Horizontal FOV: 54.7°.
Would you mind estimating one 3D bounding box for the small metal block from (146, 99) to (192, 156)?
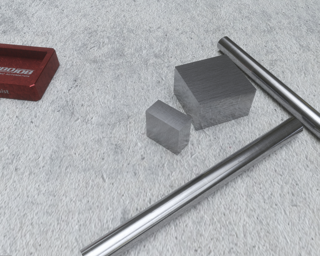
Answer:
[{"bbox_3d":[0.010,0.000,0.387,0.050,0.050,0.025,31,57,23],"label":"small metal block"}]

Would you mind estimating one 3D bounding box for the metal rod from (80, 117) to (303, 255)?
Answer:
[{"bbox_3d":[0.053,0.062,0.351,0.302,0.025,0.025,-28,56,-22],"label":"metal rod"}]

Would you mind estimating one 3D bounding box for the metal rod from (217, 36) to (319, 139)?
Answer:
[{"bbox_3d":[0.181,-0.044,0.442,0.025,0.025,0.300,-23,54,-19],"label":"metal rod"}]

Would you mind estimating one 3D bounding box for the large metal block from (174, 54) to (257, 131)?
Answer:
[{"bbox_3d":[0.072,-0.051,0.431,0.081,0.050,0.080,-16,52,-14],"label":"large metal block"}]

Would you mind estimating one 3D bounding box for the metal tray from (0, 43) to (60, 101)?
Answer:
[{"bbox_3d":[-0.233,-0.088,0.470,0.131,0.030,0.090,6,50,5],"label":"metal tray"}]
